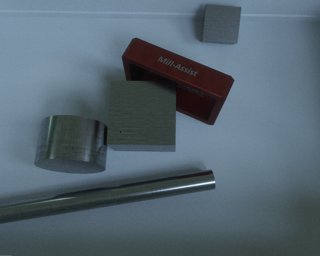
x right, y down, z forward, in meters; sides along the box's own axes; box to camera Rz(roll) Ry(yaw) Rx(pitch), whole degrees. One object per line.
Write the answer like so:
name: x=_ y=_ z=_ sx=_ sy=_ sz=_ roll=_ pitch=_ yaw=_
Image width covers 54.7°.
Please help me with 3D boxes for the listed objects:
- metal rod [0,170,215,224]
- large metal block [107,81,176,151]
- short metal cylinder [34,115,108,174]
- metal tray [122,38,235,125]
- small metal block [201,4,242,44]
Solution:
metal rod: x=-0.083 y=0.086 z=0.377 sx=0.302 sy=0.025 sz=0.025 roll=-8 pitch=70 yaw=-4
large metal block: x=-0.020 y=-0.013 z=0.394 sx=0.080 sy=0.050 sz=0.080 roll=1 pitch=77 yaw=3
short metal cylinder: x=-0.104 y=0.022 z=0.371 sx=0.081 sy=0.080 sz=0.050 roll=1 pitch=70 yaw=0
metal tray: x=0.020 y=-0.056 z=0.395 sx=0.130 sy=0.090 sz=0.030 roll=24 pitch=72 yaw=8
small metal block: x=0.089 y=-0.151 z=0.455 sx=0.050 sy=0.025 sz=0.050 roll=4 pitch=99 yaw=1
